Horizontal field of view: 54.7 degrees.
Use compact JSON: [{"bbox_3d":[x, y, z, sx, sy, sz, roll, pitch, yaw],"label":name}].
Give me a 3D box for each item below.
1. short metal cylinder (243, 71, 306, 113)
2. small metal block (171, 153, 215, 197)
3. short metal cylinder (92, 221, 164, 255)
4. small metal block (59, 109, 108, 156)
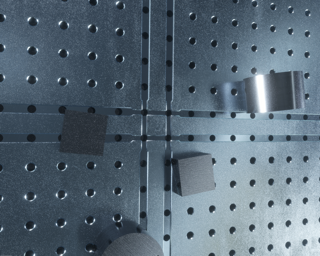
[{"bbox_3d":[0.163,-0.050,0.443,0.081,0.080,0.050,-7,93,-20],"label":"short metal cylinder"},{"bbox_3d":[0.046,0.063,0.430,0.050,0.025,0.050,-8,93,-20],"label":"small metal block"},{"bbox_3d":[-0.041,0.162,0.385,0.081,0.050,0.079,0,90,-20],"label":"short metal cylinder"},{"bbox_3d":[-0.094,0.006,0.378,0.050,0.025,0.050,8,87,-20],"label":"small metal block"}]
